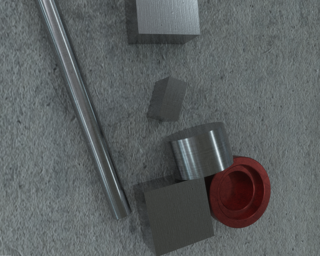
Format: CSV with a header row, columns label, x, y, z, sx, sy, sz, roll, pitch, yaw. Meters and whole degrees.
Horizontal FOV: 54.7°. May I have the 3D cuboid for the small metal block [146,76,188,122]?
label,x,y,z,sx,sy,sz,roll,pitch,yaw
small metal block,0.008,-0.036,0.400,0.025,0.050,0.050,17,84,-20

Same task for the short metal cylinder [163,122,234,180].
label,x,y,z,sx,sy,sz,roll,pitch,yaw
short metal cylinder,0.049,0.028,0.399,0.081,0.080,0.050,-19,97,-19

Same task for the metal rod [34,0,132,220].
label,x,y,z,sx,sy,sz,roll,pitch,yaw
metal rod,-0.094,-0.031,0.374,0.025,0.025,0.298,-21,97,-19

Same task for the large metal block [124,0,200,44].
label,x,y,z,sx,sy,sz,roll,pitch,yaw
large metal block,0.001,-0.153,0.397,0.081,0.050,0.079,-5,92,-20

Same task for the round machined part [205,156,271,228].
label,x,y,z,sx,sy,sz,roll,pitch,yaw
round machined part,0.104,0.087,0.440,0.099,0.042,0.097,0,90,-21

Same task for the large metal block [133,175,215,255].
label,x,y,z,sx,sy,sz,roll,pitch,yaw
large metal block,0.017,0.107,0.403,0.081,0.050,0.079,-12,94,-20
